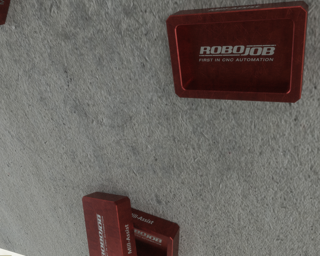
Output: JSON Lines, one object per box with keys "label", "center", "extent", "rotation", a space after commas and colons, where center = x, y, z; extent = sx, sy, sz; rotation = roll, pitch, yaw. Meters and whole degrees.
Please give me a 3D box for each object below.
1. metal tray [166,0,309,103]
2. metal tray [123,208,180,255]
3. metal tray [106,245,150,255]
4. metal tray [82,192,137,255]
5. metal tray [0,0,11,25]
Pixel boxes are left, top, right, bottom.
{"label": "metal tray", "center": [0.076, -0.075, 0.316], "extent": [0.130, 0.030, 0.089], "rotation": [5, 121, 25]}
{"label": "metal tray", "center": [-0.033, 0.187, 0.536], "extent": [0.130, 0.030, 0.089], "rotation": [14, 124, 20]}
{"label": "metal tray", "center": [-0.036, 0.283, 0.597], "extent": [0.130, 0.030, 0.089], "rotation": [7, 122, 24]}
{"label": "metal tray", "center": [-0.084, 0.177, 0.518], "extent": [0.090, 0.030, 0.129], "rotation": [-3, 95, 41]}
{"label": "metal tray", "center": [-0.234, -0.207, 0.398], "extent": [0.090, 0.030, 0.129], "rotation": [41, 129, 0]}
